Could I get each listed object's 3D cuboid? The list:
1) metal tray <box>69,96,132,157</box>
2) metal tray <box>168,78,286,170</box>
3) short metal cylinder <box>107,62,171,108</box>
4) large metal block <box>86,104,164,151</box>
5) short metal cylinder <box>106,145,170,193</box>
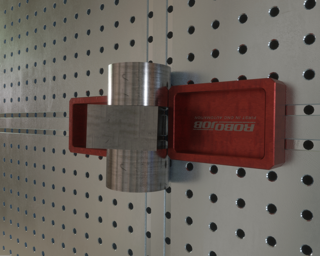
[{"bbox_3d":[-0.091,-0.003,0.481,0.130,0.030,0.089,2,91,40],"label":"metal tray"},{"bbox_3d":[0.069,-0.005,0.349,0.130,0.030,0.089,1,91,40],"label":"metal tray"},{"bbox_3d":[-0.026,-0.052,0.395,0.080,0.081,0.050,2,91,40],"label":"short metal cylinder"},{"bbox_3d":[-0.039,-0.001,0.387,0.080,0.080,0.050,2,91,6],"label":"large metal block"},{"bbox_3d":[-0.028,0.049,0.396,0.080,0.081,0.050,3,92,40],"label":"short metal cylinder"}]
